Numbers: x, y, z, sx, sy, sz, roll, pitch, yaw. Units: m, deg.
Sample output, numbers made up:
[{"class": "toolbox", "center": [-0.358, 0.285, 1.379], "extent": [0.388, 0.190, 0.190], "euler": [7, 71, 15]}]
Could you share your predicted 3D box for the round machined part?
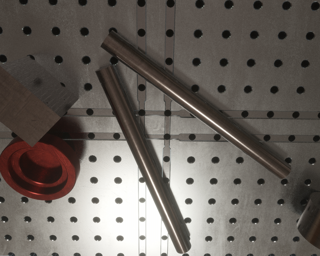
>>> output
[{"class": "round machined part", "center": [-0.155, 0.046, 0.414], "extent": [0.099, 0.042, 0.097], "euler": [1, 120, 2]}]

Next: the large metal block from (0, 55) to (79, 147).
[{"class": "large metal block", "center": [-0.154, -0.035, 0.369], "extent": [0.050, 0.080, 0.080], "euler": [-43, 105, 14]}]

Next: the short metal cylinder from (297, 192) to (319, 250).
[{"class": "short metal cylinder", "center": [0.244, 0.134, 0.437], "extent": [0.081, 0.080, 0.050], "euler": [12, 110, -5]}]

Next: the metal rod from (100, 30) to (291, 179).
[{"class": "metal rod", "center": [0.056, -0.023, 0.405], "extent": [0.301, 0.025, 0.025], "euler": [35, 106, -13]}]

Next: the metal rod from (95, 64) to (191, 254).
[{"class": "metal rod", "center": [-0.016, 0.056, 0.433], "extent": [0.025, 0.025, 0.299], "euler": [-20, 109, 7]}]
